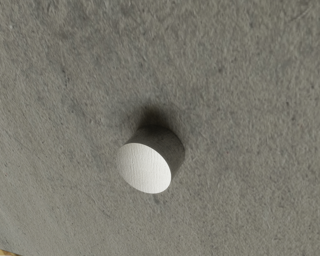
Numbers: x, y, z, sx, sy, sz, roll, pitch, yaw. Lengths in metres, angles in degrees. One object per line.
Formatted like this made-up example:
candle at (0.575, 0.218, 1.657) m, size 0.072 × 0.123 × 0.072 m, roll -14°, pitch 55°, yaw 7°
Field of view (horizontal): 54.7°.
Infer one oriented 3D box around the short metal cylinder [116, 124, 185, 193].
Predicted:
short metal cylinder at (-0.012, 0.042, 0.422) m, size 0.080 × 0.050 × 0.079 m, roll 13°, pitch 124°, yaw 20°
